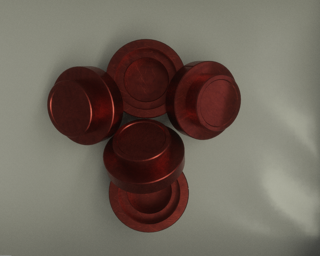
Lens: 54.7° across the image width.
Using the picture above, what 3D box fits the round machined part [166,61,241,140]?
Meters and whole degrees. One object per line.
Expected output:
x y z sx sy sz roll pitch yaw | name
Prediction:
0.060 -0.033 0.379 0.099 0.042 0.097 -7 104 -29 | round machined part

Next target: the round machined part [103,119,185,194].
-0.020 0.026 0.372 0.099 0.098 0.042 -6 134 0 | round machined part

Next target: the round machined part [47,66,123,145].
-0.098 -0.026 0.379 0.098 0.042 0.097 6 104 26 | round machined part

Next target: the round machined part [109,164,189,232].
-0.013 0.080 0.401 0.099 0.042 0.097 0 90 0 | round machined part

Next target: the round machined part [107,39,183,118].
-0.017 -0.061 0.400 0.099 0.042 0.097 0 90 0 | round machined part
